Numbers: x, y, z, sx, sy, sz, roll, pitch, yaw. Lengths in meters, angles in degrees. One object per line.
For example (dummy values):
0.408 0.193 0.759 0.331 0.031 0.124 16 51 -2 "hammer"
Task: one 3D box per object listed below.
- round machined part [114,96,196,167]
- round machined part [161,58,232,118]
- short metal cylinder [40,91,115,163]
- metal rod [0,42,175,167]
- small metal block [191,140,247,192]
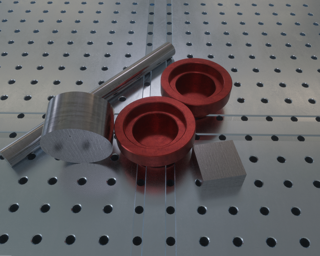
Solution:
-0.005 0.008 0.388 0.099 0.042 0.098 -1 49 2 "round machined part"
0.050 -0.053 0.442 0.099 0.042 0.098 0 50 0 "round machined part"
-0.095 0.001 0.366 0.081 0.080 0.050 -1 57 -1 "short metal cylinder"
-0.085 -0.047 0.446 0.025 0.025 0.302 35 58 25 "metal rod"
0.069 0.045 0.371 0.050 0.025 0.050 -8 51 -7 "small metal block"
